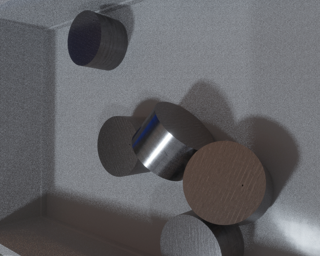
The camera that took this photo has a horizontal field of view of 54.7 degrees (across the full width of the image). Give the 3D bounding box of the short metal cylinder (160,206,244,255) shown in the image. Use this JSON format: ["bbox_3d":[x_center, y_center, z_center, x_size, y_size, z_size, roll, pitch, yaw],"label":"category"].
[{"bbox_3d":[0.047,0.133,0.352,0.080,0.050,0.080,0,90,40],"label":"short metal cylinder"}]

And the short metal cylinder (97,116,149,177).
[{"bbox_3d":[-0.040,0.024,0.424,0.080,0.050,0.080,0,90,40],"label":"short metal cylinder"}]

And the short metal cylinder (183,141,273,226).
[{"bbox_3d":[0.070,0.058,0.316,0.080,0.050,0.080,-9,69,24],"label":"short metal cylinder"}]

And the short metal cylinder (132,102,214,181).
[{"bbox_3d":[0.015,0.014,0.359,0.080,0.081,0.050,52,121,27],"label":"short metal cylinder"}]

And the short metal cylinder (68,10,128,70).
[{"bbox_3d":[-0.095,-0.131,0.469,0.080,0.050,0.080,0,90,40],"label":"short metal cylinder"}]
